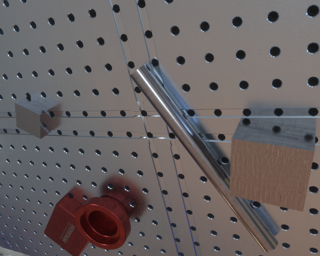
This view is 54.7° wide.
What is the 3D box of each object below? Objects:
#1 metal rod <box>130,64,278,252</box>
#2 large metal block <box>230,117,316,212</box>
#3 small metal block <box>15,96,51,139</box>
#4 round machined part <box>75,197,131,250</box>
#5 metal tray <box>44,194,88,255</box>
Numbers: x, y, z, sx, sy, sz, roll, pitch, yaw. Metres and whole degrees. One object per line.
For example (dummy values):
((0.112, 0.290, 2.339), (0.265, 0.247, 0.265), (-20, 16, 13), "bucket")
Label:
((0.063, 0.045, 0.405), (0.025, 0.025, 0.300), (-30, 102, 38), "metal rod")
((0.126, 0.039, 0.353), (0.080, 0.050, 0.079), (9, 122, 23), "large metal block")
((-0.209, -0.017, 0.511), (0.050, 0.025, 0.050), (24, 127, 13), "small metal block")
((-0.096, 0.162, 0.546), (0.098, 0.042, 0.097), (9, 117, 18), "round machined part")
((-0.178, 0.201, 0.627), (0.090, 0.030, 0.129), (36, 129, 4), "metal tray")
